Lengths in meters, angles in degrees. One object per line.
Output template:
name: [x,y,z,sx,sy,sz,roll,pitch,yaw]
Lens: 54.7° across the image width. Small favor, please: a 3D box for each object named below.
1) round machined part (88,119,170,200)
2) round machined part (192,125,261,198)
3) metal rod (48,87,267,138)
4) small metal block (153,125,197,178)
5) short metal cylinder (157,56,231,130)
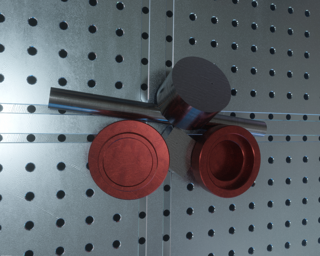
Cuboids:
round machined part: [-0.037,0.038,0.372,0.099,0.042,0.097,0,91,-2]
round machined part: [0.087,0.044,0.430,0.099,0.042,0.097,-1,93,-23]
metal rod: [0.012,-0.017,0.413,0.302,0.025,0.025,8,88,-20]
small metal block: [0.021,0.031,0.417,0.050,0.025,0.050,38,78,-16]
short metal cylinder: [0.042,-0.044,0.395,0.081,0.050,0.080,10,61,-19]
